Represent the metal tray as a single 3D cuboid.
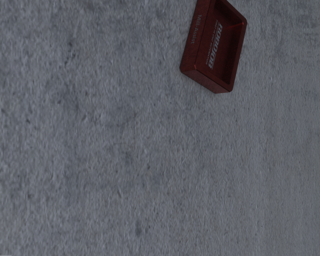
[{"bbox_3d":[0.085,-0.129,0.475,0.090,0.030,0.130,24,75,-38],"label":"metal tray"}]
